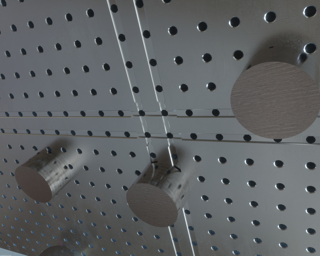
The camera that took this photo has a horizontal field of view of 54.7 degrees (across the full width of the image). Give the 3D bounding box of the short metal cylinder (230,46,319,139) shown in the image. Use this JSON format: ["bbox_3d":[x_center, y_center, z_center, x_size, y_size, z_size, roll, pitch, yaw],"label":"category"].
[{"bbox_3d":[0.117,-0.036,0.311,0.080,0.050,0.079,13,124,20],"label":"short metal cylinder"}]

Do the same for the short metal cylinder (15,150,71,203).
[{"bbox_3d":[-0.210,0.087,0.556,0.080,0.050,0.079,13,124,20],"label":"short metal cylinder"}]

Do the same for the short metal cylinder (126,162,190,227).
[{"bbox_3d":[-0.002,0.098,0.455,0.080,0.050,0.079,13,124,20],"label":"short metal cylinder"}]

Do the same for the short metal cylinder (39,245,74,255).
[{"bbox_3d":[-0.232,0.311,0.687,0.080,0.080,0.050,28,128,10],"label":"short metal cylinder"}]
